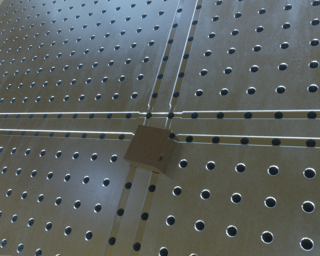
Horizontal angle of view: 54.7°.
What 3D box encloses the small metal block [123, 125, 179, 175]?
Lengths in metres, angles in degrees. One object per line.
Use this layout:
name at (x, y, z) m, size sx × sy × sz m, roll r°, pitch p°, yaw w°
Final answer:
small metal block at (-0.011, 0.027, 0.396) m, size 0.050 × 0.025 × 0.050 m, roll 10°, pitch 67°, yaw 32°
